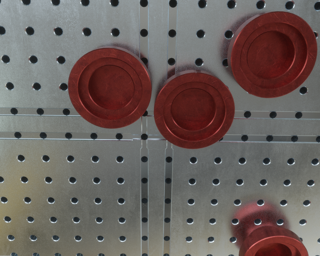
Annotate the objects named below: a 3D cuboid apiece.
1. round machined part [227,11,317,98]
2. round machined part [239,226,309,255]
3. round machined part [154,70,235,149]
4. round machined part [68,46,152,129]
[{"bbox_3d":[0.130,-0.088,0.373,0.099,0.042,0.097,0,110,0],"label":"round machined part"},{"bbox_3d":[0.170,0.192,0.476,0.099,0.042,0.097,0,110,0],"label":"round machined part"},{"bbox_3d":[0.042,-0.026,0.395,0.099,0.042,0.097,0,110,0],"label":"round machined part"},{"bbox_3d":[-0.059,-0.052,0.385,0.099,0.042,0.097,0,110,0],"label":"round machined part"}]
